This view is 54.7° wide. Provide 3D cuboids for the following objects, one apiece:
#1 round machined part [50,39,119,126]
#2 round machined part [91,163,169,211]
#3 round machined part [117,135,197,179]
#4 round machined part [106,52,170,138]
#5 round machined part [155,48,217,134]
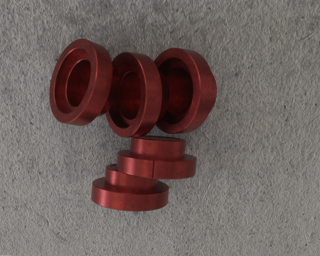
[{"bbox_3d":[-0.085,-0.050,0.362,0.042,0.098,0.097,13,115,-46],"label":"round machined part"},{"bbox_3d":[-0.037,0.072,0.400,0.099,0.098,0.042,5,92,-2],"label":"round machined part"},{"bbox_3d":[-0.003,0.033,0.386,0.099,0.098,0.042,4,92,-2],"label":"round machined part"},{"bbox_3d":[-0.026,-0.038,0.366,0.042,0.098,0.097,-2,115,-36],"label":"round machined part"},{"bbox_3d":[0.028,-0.043,0.366,0.042,0.098,0.097,-3,115,-38],"label":"round machined part"}]
